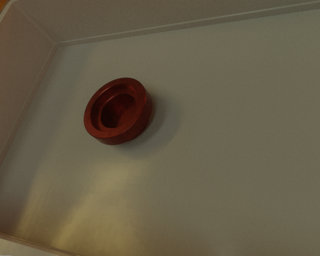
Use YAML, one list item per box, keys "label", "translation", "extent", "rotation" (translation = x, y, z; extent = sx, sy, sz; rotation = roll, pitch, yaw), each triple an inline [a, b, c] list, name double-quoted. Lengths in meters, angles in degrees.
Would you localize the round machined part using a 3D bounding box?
- label: "round machined part"
  translation: [-0.054, -0.019, 0.436]
  extent: [0.098, 0.042, 0.098]
  rotation: [-13, 56, 21]
